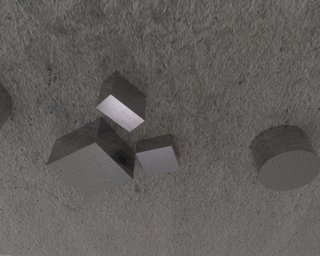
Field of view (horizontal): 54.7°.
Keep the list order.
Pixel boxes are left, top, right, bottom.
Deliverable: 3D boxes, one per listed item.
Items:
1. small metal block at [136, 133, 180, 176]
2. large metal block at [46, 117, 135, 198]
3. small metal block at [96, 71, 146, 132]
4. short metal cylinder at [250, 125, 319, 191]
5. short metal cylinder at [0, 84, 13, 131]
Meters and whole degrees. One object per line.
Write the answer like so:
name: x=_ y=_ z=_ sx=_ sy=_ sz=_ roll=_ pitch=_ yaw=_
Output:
small metal block: x=-0.002 y=0.039 z=0.441 sx=0.050 sy=0.025 sz=0.050 roll=-13 pitch=129 yaw=10
large metal block: x=-0.091 y=0.043 z=0.426 sx=0.080 sy=0.050 sz=0.080 roll=-25 pitch=126 yaw=19
small metal block: x=-0.044 y=-0.031 z=0.364 sx=0.025 sy=0.050 sz=0.050 roll=-36 pitch=122 yaw=26
short metal cylinder: x=0.172 y=0.042 z=0.429 sx=0.081 sy=0.050 sz=0.079 roll=0 pitch=130 yaw=0
short metal cylinder: x=-0.227 y=-0.021 z=0.371 sx=0.081 sy=0.050 sz=0.079 roll=0 pitch=130 yaw=0
